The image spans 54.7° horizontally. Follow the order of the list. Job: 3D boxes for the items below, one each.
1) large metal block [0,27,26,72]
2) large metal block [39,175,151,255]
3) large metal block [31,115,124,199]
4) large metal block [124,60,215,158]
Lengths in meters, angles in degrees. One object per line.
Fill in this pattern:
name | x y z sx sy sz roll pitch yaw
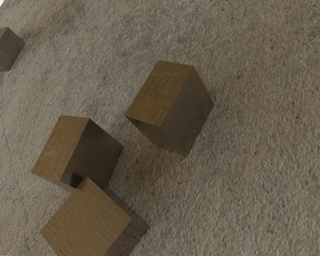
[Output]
large metal block | -0.359 -0.171 0.682 0.080 0.050 0.080 4 63 30
large metal block | -0.073 0.115 0.351 0.080 0.050 0.080 34 81 32
large metal block | -0.101 0.039 0.398 0.050 0.080 0.080 7 65 31
large metal block | 0.015 -0.022 0.374 0.050 0.080 0.080 18 71 35
